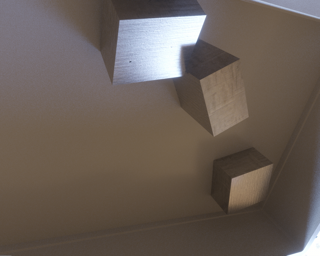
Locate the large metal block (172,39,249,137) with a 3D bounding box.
[{"bbox_3d":[0.056,-0.050,0.373,0.050,0.080,0.080,-29,128,-10],"label":"large metal block"}]

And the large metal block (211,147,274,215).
[{"bbox_3d":[0.136,0.088,0.521,0.081,0.050,0.079,-15,125,-20],"label":"large metal block"}]

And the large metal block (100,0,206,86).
[{"bbox_3d":[-0.012,-0.092,0.308,0.081,0.050,0.080,-11,150,-20],"label":"large metal block"}]
